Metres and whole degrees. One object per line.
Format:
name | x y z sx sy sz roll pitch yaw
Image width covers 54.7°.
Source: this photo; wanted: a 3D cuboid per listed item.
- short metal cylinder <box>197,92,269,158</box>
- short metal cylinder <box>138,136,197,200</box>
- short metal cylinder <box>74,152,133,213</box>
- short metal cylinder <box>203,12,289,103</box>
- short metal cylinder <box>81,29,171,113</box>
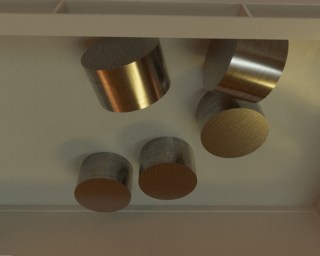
short metal cylinder | 0.089 -0.008 0.387 0.081 0.050 0.079 0 130 0
short metal cylinder | 0.011 0.058 0.443 0.081 0.050 0.079 0 130 0
short metal cylinder | -0.082 0.081 0.461 0.081 0.050 0.079 0 130 0
short metal cylinder | 0.083 -0.070 0.315 0.050 0.080 0.079 14 129 -12
short metal cylinder | -0.034 -0.060 0.321 0.080 0.080 0.050 -11 129 9
